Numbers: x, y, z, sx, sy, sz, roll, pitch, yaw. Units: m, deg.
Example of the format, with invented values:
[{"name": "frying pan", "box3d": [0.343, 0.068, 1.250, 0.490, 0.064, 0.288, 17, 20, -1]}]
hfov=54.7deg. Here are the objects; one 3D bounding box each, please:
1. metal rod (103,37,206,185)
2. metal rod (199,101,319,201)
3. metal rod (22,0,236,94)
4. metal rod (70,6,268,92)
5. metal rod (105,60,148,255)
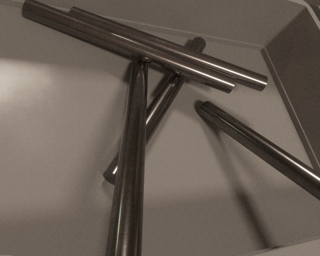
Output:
[{"name": "metal rod", "box3d": [0.008, -0.044, 0.438, 0.025, 0.025, 0.301, 35, 51, -6]}, {"name": "metal rod", "box3d": [0.156, 0.046, 0.372, 0.025, 0.025, 0.300, -16, 40, -35]}, {"name": "metal rod", "box3d": [-0.036, -0.111, 0.433, 0.302, 0.025, 0.025, 19, 54, -9]}, {"name": "metal rod", "box3d": [0.017, -0.114, 0.458, 0.302, 0.025, 0.025, 18, 54, -8]}, {"name": "metal rod", "box3d": [-0.027, 0.005, 0.326, 0.025, 0.025, 0.300, 21, 34, -16]}]
